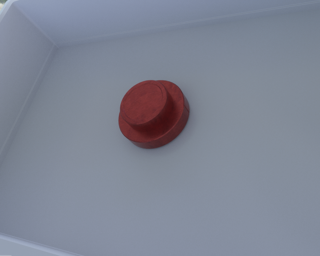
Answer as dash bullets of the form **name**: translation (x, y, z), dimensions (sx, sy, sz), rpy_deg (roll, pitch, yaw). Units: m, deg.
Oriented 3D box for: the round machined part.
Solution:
- **round machined part**: translation (-0.014, -0.025, 0.414), dimensions (0.098, 0.042, 0.098), rpy_deg (-13, 56, 21)
